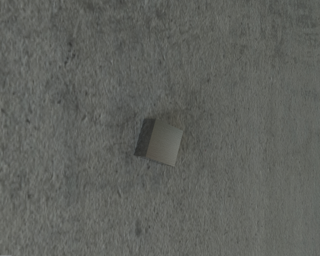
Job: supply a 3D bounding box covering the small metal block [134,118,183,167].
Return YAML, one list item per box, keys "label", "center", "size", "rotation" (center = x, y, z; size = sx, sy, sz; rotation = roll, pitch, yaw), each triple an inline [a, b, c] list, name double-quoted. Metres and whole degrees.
- label: "small metal block"
  center: [-0.001, 0.019, 0.406]
  size: [0.050, 0.025, 0.050]
  rotation: [24, 75, -38]
